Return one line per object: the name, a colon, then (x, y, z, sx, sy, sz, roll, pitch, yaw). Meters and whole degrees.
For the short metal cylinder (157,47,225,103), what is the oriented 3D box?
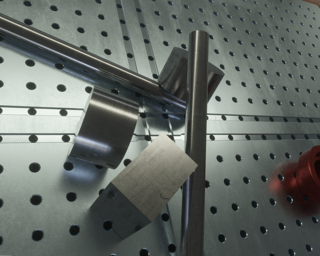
short metal cylinder: (0.043, -0.073, 0.438, 0.080, 0.050, 0.080, 24, 22, -10)

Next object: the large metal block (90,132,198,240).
large metal block: (-0.018, 0.061, 0.325, 0.050, 0.080, 0.080, 44, 52, 3)

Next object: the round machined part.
round machined part: (0.254, 0.079, 0.485, 0.099, 0.042, 0.098, 14, 56, -21)

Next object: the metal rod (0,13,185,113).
metal rod: (-0.093, -0.087, 0.410, 0.302, 0.025, 0.025, 22, 54, -15)

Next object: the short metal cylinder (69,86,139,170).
short metal cylinder: (-0.062, 0.000, 0.339, 0.050, 0.080, 0.080, 20, 54, -17)

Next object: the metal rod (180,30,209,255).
metal rod: (0.040, 0.030, 0.353, 0.025, 0.025, 0.299, 9, 76, -24)
